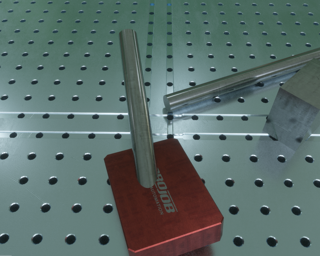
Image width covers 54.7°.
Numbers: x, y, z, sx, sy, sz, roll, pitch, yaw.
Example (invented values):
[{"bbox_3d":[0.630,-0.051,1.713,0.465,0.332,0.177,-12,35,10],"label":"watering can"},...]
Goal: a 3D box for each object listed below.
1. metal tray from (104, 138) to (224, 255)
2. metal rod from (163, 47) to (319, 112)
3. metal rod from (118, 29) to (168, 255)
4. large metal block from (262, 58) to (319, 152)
[{"bbox_3d":[-0.002,0.070,0.328,0.091,0.030,0.130,-14,39,-12],"label":"metal tray"},{"bbox_3d":[0.148,-0.081,0.476,0.302,0.025,0.025,-19,53,-15],"label":"metal rod"},{"bbox_3d":[-0.021,0.007,0.355,0.025,0.025,0.299,-7,64,-6],"label":"metal rod"},{"bbox_3d":[0.186,-0.030,0.398,0.080,0.080,0.050,-37,59,-27],"label":"large metal block"}]
